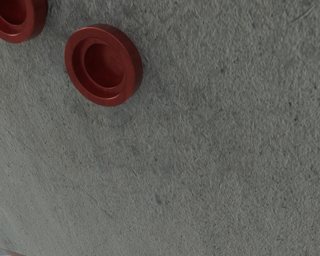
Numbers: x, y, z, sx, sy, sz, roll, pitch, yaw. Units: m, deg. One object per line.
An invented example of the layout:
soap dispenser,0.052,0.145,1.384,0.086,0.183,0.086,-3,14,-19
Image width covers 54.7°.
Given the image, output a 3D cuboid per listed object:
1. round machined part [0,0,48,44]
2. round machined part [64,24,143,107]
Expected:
round machined part,-0.183,-0.161,0.393,0.098,0.042,0.097,13,124,21
round machined part,-0.064,-0.079,0.381,0.098,0.042,0.097,13,124,21
